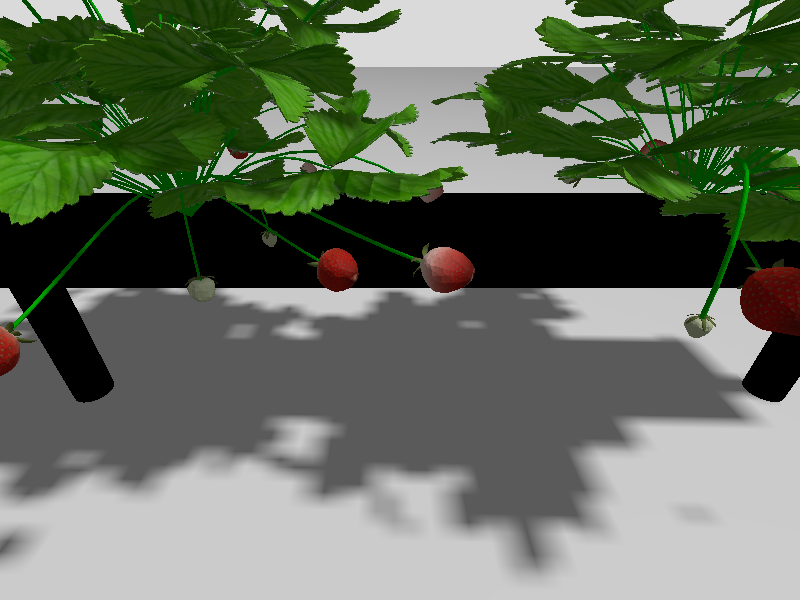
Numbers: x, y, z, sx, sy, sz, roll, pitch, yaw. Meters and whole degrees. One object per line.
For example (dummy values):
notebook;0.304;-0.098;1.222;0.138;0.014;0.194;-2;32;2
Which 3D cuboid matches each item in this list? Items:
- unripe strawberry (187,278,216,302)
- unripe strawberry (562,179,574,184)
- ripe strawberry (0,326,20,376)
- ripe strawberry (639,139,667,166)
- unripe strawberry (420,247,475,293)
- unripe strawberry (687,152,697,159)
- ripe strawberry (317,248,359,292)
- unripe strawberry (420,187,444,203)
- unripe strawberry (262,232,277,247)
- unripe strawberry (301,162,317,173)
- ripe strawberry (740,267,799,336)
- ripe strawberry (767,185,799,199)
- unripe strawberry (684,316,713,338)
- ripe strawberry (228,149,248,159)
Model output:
unripe strawberry;-0.118;-0.006;0.238;0.015;0.014;0.014;-15;-9;-22
unripe strawberry;0.191;-0.141;0.448;0.022;0.019;0.022;-19;36;-28
ripe strawberry;-0.188;0.025;0.179;0.025;0.026;0.027;0;33;-1
ripe strawberry;0.323;-0.186;0.509;0.034;0.036;0.037;10;33;16
unripe strawberry;0.030;-0.019;0.244;0.032;0.027;0.032;18;36;26
unripe strawberry;0.371;-0.183;0.510;0.011;0.010;0.010;18;36;27
ripe strawberry;-0.037;-0.018;0.248;0.027;0.027;0.025;25;40;33
unripe strawberry;0.031;-0.108;0.394;0.025;0.024;0.023;-4;32;-10
unripe strawberry;-0.095;-0.044;0.294;0.011;0.011;0.011;23;39;32
unripe strawberry;-0.105;-0.152;0.469;0.018;0.019;0.019;19;36;28
ripe strawberry;0.199;0.002;0.205;0.039;0.033;0.039;10;34;16
ripe strawberry;0.386;-0.114;0.401;0.027;0.023;0.027;-11;34;-19
unripe strawberry;0.142;0.013;0.191;0.011;0.011;0.010;18;36;26
ripe strawberry;-0.223;-0.210;0.554;0.028;0.029;0.030;-4;23;-7
